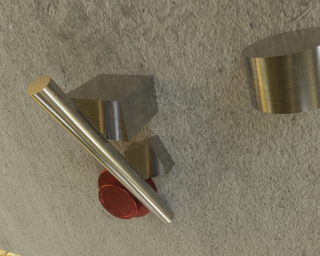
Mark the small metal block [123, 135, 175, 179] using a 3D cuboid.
[{"bbox_3d":[-0.015,0.043,0.440,0.050,0.025,0.050,-20,108,35],"label":"small metal block"}]

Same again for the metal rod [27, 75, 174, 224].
[{"bbox_3d":[-0.049,0.050,0.384,0.025,0.025,0.300,-2,143,29],"label":"metal rod"}]

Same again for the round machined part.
[{"bbox_3d":[-0.057,0.104,0.489,0.098,0.042,0.097,13,124,20],"label":"round machined part"}]

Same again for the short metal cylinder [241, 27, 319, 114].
[{"bbox_3d":[0.118,-0.053,0.276,0.080,0.080,0.050,-5,116,30],"label":"short metal cylinder"}]

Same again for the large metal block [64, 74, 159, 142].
[{"bbox_3d":[-0.058,-0.029,0.382,0.080,0.080,0.050,6,121,25],"label":"large metal block"}]
